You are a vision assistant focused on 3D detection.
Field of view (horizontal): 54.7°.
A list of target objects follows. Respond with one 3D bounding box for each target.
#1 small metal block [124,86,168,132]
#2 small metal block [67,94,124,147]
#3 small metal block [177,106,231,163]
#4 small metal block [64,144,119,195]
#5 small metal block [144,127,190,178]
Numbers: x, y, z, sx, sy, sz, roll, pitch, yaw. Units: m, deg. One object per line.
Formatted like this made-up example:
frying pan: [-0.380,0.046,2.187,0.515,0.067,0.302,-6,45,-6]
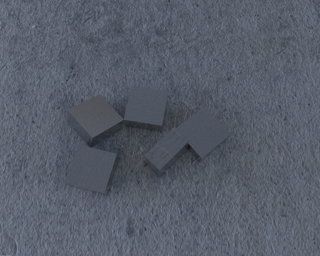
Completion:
small metal block: [-0.018,-0.026,0.417,0.050,0.025,0.050,9,70,3]
small metal block: [-0.084,-0.010,0.402,0.050,0.025,0.050,-34,72,-35]
small metal block: [0.055,0.009,0.405,0.050,0.025,0.050,-38,74,-13]
small metal block: [-0.084,0.053,0.388,0.050,0.025,0.050,14,71,5]
small metal block: [0.008,0.031,0.383,0.025,0.050,0.050,43,76,14]
